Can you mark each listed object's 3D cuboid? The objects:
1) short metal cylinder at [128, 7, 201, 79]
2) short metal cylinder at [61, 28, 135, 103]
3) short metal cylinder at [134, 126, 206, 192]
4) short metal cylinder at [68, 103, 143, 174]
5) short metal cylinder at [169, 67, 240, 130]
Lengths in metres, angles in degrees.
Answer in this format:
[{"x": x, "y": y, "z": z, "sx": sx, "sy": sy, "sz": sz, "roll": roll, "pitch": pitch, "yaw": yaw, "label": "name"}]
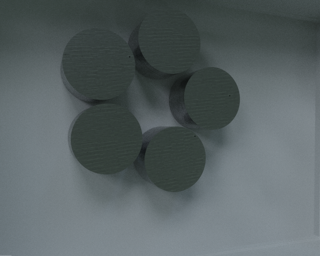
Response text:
[{"x": 0.004, "y": -0.105, "z": 0.396, "sx": 0.081, "sy": 0.050, "sz": 0.080, "roll": 0, "pitch": 90, "yaw": -20, "label": "short metal cylinder"}, {"x": -0.075, "y": -0.071, "z": 0.367, "sx": 0.081, "sy": 0.050, "sz": 0.080, "roll": 0, "pitch": 90, "yaw": -20, "label": "short metal cylinder"}, {"x": 0.011, "y": 0.038, "z": 0.399, "sx": 0.081, "sy": 0.050, "sz": 0.080, "roll": 0, "pitch": 90, "yaw": -20, "label": "short metal cylinder"}, {"x": -0.067, "y": 0.012, "z": 0.370, "sx": 0.081, "sy": 0.050, "sz": 0.080, "roll": 0, "pitch": 90, "yaw": -20, "label": "short metal cylinder"}, {"x": 0.059, "y": -0.038, "z": 0.416, "sx": 0.081, "sy": 0.050, "sz": 0.080, "roll": 0, "pitch": 90, "yaw": -20, "label": "short metal cylinder"}]
